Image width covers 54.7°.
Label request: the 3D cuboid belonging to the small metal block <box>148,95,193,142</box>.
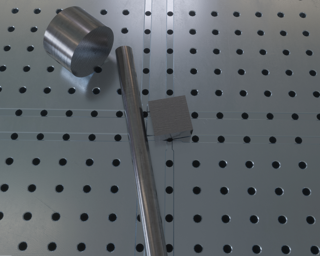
[{"bbox_3d":[0.014,-0.013,0.416,0.050,0.025,0.050,-10,70,-4],"label":"small metal block"}]

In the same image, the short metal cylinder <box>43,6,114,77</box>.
[{"bbox_3d":[-0.110,-0.117,0.424,0.050,0.080,0.080,38,74,12],"label":"short metal cylinder"}]

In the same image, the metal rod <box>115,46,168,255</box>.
[{"bbox_3d":[-0.027,0.026,0.402,0.025,0.025,0.299,-9,70,-4],"label":"metal rod"}]
